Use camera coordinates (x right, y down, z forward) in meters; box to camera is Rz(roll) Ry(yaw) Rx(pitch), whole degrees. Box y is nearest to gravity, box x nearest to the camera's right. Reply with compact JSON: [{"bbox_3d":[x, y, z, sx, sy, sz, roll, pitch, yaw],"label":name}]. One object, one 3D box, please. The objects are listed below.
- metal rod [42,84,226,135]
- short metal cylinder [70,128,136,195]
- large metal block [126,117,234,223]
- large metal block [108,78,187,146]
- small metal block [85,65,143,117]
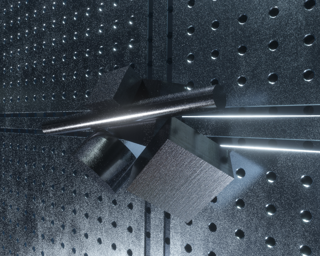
[{"bbox_3d":[-0.058,-0.015,0.387,0.300,0.025,0.025,-7,86,40],"label":"metal rod"},{"bbox_3d":[-0.075,0.045,0.422,0.080,0.080,0.050,25,63,37],"label":"short metal cylinder"},{"bbox_3d":[0.022,0.046,0.343,0.080,0.050,0.080,31,118,-12],"label":"large metal block"},{"bbox_3d":[-0.018,-0.023,0.403,0.080,0.050,0.079,14,99,39],"label":"large metal block"},{"bbox_3d":[-0.055,-0.043,0.369,0.050,0.025,0.050,-7,50,40],"label":"small metal block"}]
